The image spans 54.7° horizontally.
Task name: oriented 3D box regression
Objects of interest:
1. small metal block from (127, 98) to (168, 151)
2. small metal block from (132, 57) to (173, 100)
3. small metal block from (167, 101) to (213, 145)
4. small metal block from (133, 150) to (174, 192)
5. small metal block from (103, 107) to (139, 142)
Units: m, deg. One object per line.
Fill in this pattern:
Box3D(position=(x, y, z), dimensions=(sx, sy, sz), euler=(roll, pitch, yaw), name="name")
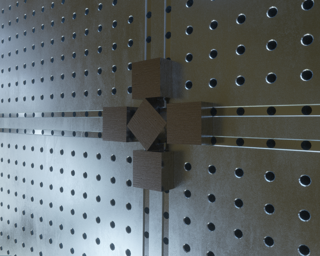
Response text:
Box3D(position=(-0.011, -0.005, 0.416), dimensions=(0.050, 0.025, 0.050), euler=(50, 119, 28), name="small metal block")
Box3D(position=(-0.011, -0.064, 0.416), dimensions=(0.050, 0.025, 0.050), euler=(-1, 90, 39), name="small metal block")
Box3D(position=(0.036, -0.005, 0.378), dimensions=(0.050, 0.025, 0.050), euler=(0, 90, 39), name="small metal block")
Box3D(position=(-0.009, 0.055, 0.415), dimensions=(0.050, 0.025, 0.050), euler=(1, 90, 39), name="small metal block")
Box3D(position=(-0.058, -0.006, 0.454), dimensions=(0.050, 0.025, 0.050), euler=(2, 91, 39), name="small metal block")
